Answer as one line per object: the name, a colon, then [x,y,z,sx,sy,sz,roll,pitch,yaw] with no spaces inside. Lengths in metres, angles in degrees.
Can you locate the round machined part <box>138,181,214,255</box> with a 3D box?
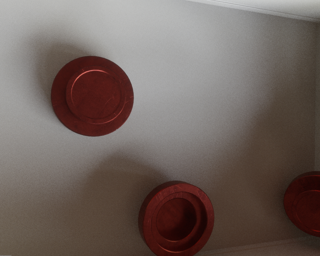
round machined part: [0.018,0.118,0.408,0.099,0.042,0.097,0,90,-20]

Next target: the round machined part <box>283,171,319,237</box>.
round machined part: [0.233,0.116,0.455,0.042,0.098,0.097,-20,99,-56]

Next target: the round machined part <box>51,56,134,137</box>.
round machined part: [-0.079,-0.038,0.372,0.099,0.042,0.097,0,90,-20]
